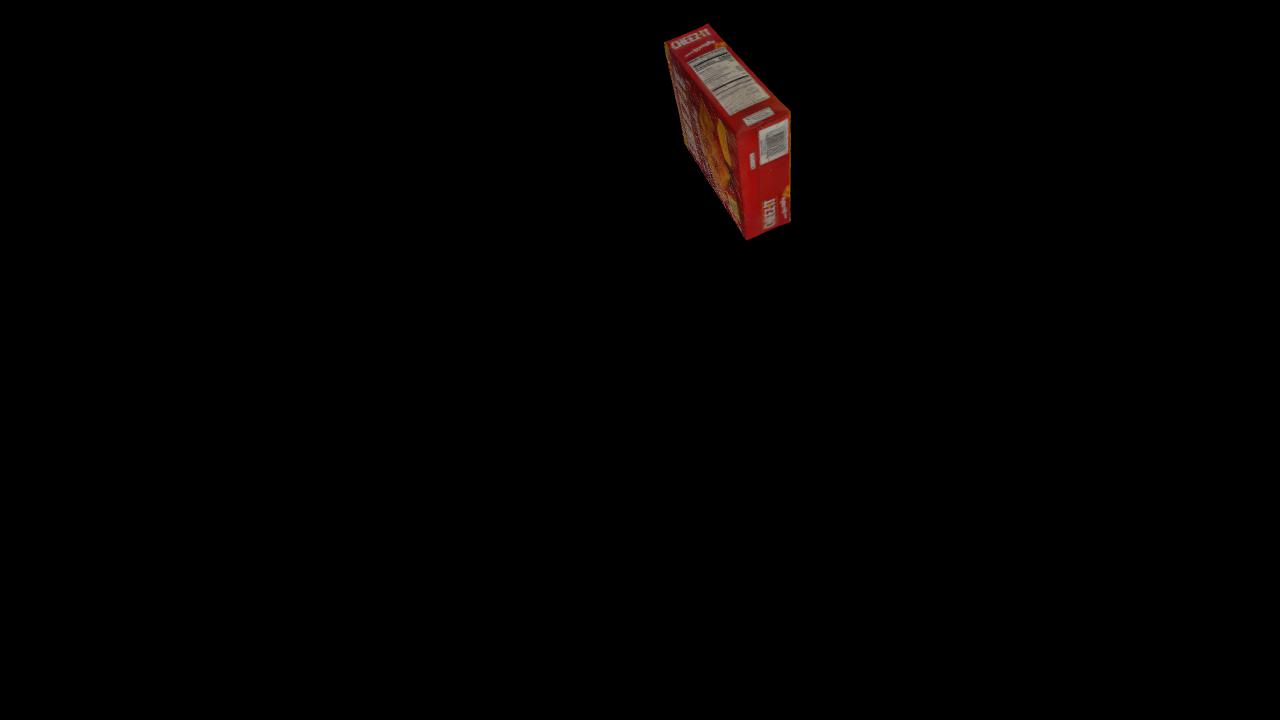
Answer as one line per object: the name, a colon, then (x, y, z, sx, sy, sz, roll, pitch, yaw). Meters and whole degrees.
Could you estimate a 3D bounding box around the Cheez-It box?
Cheez-It box: (0.110, -0.286, 0.770, 0.071, 0.223, 0.166, -23, -35, -1)
